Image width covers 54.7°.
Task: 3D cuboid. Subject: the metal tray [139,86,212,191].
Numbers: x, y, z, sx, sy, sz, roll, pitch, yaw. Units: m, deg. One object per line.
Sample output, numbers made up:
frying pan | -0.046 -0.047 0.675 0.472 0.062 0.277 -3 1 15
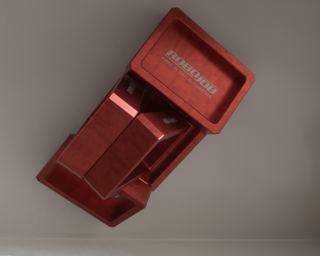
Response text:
metal tray | -0.006 0.012 0.411 0.090 0.030 0.130 37 105 -13

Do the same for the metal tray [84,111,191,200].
metal tray | -0.018 0.024 0.349 0.030 0.130 0.090 45 105 9

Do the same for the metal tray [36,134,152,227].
metal tray | -0.089 0.075 0.415 0.130 0.030 0.090 38 130 -14

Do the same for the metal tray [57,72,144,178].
metal tray | -0.060 -0.012 0.347 0.030 0.130 0.090 39 106 -13

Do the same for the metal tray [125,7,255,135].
metal tray | 0.037 -0.064 0.365 0.130 0.030 0.090 37 80 -13
